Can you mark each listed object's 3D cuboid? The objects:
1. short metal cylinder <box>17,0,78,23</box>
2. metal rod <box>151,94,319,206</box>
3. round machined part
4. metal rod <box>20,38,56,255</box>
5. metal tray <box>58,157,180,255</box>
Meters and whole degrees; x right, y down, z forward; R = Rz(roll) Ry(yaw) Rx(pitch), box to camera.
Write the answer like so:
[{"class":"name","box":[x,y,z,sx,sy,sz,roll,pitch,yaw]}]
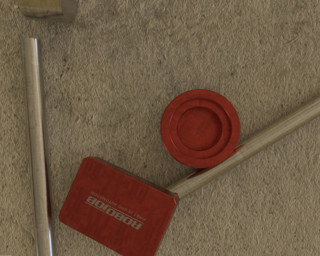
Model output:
[{"class":"short metal cylinder","box":[-0.136,-0.173,0.381,0.050,0.080,0.080,5,90,0]},{"class":"metal rod","box":[0.123,0.022,0.411,0.301,0.025,0.025,-31,90,0]},{"class":"round machined part","box":[0.050,0.001,0.401,0.099,0.042,0.097,0,88,1]},{"class":"metal rod","box":[-0.160,0.034,0.408,0.025,0.025,0.298,-4,90,0]},{"class":"metal tray","box":[-0.052,0.102,0.393,0.130,0.030,0.090,23,90,13]}]
